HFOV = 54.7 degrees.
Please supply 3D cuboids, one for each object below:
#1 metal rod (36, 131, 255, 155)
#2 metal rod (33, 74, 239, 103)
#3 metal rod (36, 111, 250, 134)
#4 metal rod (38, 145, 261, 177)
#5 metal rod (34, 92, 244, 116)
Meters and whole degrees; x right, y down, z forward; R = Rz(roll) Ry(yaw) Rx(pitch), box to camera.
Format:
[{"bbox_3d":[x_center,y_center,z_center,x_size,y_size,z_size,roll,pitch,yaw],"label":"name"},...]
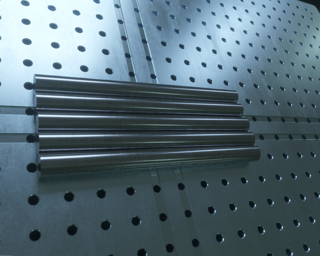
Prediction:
[{"bbox_3d":[0.003,0.017,0.401,0.303,0.025,0.025,0,62,-28],"label":"metal rod"},{"bbox_3d":[-0.014,-0.050,0.433,0.303,0.025,0.025,0,62,-28],"label":"metal rod"},{"bbox_3d":[-0.002,-0.005,0.411,0.303,0.025,0.025,0,62,-28],"label":"metal rod"},{"bbox_3d":[0.009,0.038,0.391,0.303,0.025,0.025,0,62,-29],"label":"metal rod"},{"bbox_3d":[-0.008,-0.028,0.422,0.303,0.025,0.025,0,62,-28],"label":"metal rod"}]
